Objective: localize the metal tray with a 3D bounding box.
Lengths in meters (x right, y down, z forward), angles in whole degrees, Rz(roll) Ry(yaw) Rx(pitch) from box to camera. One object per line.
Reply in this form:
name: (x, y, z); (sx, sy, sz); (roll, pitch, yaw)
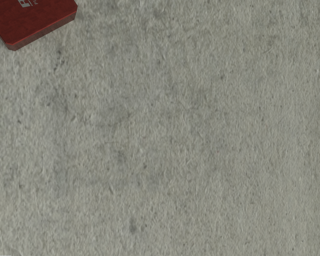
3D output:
metal tray: (-0.167, -0.165, 0.345); (0.090, 0.030, 0.130); (-36, 102, -17)
